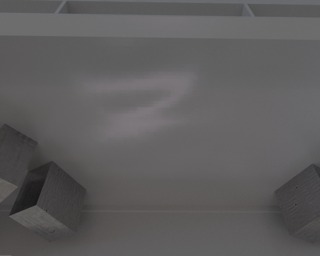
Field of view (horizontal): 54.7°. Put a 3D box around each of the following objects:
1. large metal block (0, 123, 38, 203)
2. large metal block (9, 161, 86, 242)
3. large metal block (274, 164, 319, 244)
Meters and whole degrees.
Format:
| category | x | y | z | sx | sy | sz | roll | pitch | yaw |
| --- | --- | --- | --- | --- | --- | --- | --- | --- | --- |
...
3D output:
| category | x | y | z | sx | sy | sz | roll | pitch | yaw |
| --- | --- | --- | --- | --- | --- | --- | --- | --- | --- |
| large metal block | -0.220 | 0.054 | 0.417 | 0.080 | 0.080 | 0.050 | -37 | 121 | 27 |
| large metal block | -0.163 | 0.111 | 0.465 | 0.050 | 0.080 | 0.080 | -24 | 126 | 19 |
| large metal block | 0.234 | 0.116 | 0.474 | 0.050 | 0.080 | 0.080 | 25 | 126 | -20 |
